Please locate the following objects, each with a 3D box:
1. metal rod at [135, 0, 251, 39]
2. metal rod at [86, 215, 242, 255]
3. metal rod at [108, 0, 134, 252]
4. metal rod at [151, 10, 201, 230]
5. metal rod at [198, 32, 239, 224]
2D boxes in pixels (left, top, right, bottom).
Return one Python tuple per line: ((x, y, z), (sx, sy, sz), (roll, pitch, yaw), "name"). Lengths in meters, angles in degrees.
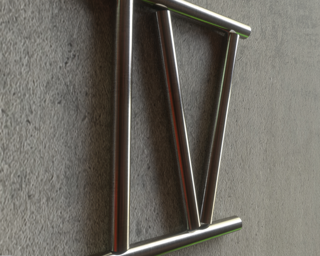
((0.030, -0.167, 0.433), (0.302, 0.025, 0.025), (1, 89, -40), "metal rod")
((0.011, 0.156, 0.417), (0.302, 0.025, 0.025), (1, 89, -40), "metal rod")
((-0.046, -0.008, 0.368), (0.025, 0.025, 0.298), (2, 89, -40), "metal rod")
((0.024, -0.005, 0.427), (0.025, 0.025, 0.298), (-15, 100, -39), "metal rod")
((0.091, -0.005, 0.484), (0.025, 0.025, 0.299), (17, 79, -39), "metal rod")
